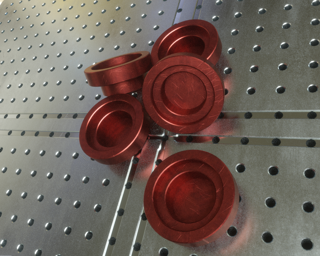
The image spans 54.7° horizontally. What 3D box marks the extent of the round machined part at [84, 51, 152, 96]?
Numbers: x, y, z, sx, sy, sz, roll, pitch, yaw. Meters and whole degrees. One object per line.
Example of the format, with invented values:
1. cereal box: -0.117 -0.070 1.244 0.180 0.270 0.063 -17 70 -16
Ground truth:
1. round machined part: -0.057 -0.078 0.454 0.098 0.042 0.098 -13 23 6

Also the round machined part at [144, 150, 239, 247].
1. round machined part: 0.036 0.076 0.331 0.098 0.042 0.098 -13 56 20

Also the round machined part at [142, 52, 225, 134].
1. round machined part: 0.031 -0.045 0.385 0.098 0.098 0.042 -15 19 19

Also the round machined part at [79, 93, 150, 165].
1. round machined part: -0.057 0.005 0.422 0.098 0.042 0.098 -13 57 21

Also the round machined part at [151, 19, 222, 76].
1. round machined part: 0.040 -0.103 0.438 0.098 0.042 0.098 -13 56 20
